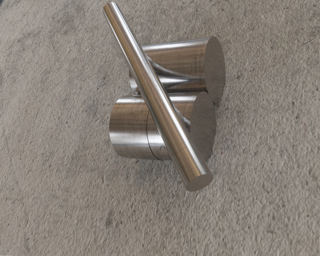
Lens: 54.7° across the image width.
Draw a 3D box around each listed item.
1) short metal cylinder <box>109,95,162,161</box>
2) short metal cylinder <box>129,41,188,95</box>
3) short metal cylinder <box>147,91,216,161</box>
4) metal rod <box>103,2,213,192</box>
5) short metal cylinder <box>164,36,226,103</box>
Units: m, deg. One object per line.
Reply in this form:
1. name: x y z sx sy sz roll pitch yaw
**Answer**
1. short metal cylinder: -0.017 -0.001 0.380 0.050 0.080 0.080 1 62 29
2. short metal cylinder: 0.002 -0.072 0.414 0.050 0.080 0.080 1 62 29
3. short metal cylinder: 0.028 -0.001 0.357 0.050 0.080 0.080 1 62 29
4. metal rod: -0.018 -0.061 0.349 0.025 0.025 0.300 -32 52 8
5. short metal cylinder: 0.046 -0.071 0.390 0.050 0.080 0.080 1 62 29
